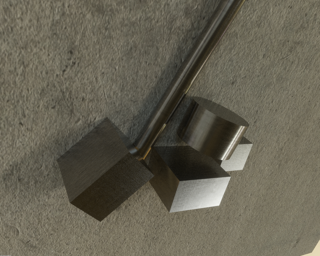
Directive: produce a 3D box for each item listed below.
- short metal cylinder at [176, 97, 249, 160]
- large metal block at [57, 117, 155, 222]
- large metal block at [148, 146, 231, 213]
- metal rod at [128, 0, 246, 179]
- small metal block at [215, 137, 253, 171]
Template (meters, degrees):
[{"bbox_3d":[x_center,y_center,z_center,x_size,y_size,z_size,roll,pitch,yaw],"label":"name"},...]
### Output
[{"bbox_3d":[0.069,-0.001,0.408,0.081,0.080,0.050,13,112,-34],"label":"short metal cylinder"},{"bbox_3d":[-0.066,0.046,0.364,0.080,0.080,0.050,-41,130,-1],"label":"large metal block"},{"bbox_3d":[0.036,0.067,0.433,0.081,0.080,0.050,1,118,-29],"label":"large metal block"},{"bbox_3d":[0.014,-0.036,0.392,0.025,0.025,0.299,22,106,-37],"label":"metal rod"},{"bbox_3d":[0.113,0.041,0.494,0.050,0.025,0.050,-1,119,-28],"label":"small metal block"}]
